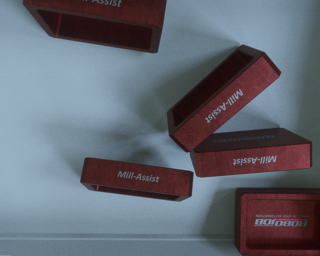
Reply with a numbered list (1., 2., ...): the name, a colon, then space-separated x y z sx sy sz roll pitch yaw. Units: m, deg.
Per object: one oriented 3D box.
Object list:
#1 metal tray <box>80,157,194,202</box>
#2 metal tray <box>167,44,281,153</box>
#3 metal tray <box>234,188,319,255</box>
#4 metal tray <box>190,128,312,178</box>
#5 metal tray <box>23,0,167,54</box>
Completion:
1. metal tray: -0.030 0.070 0.402 0.131 0.090 0.030 8 72 -4
2. metal tray: 0.066 -0.038 0.363 0.130 0.090 0.030 -42 105 13
3. metal tray: 0.177 0.134 0.447 0.131 0.030 0.089 1 93 -1
4. metal tray: 0.105 0.028 0.386 0.131 0.090 0.030 -5 101 1
5. metal tray: -0.063 -0.116 0.330 0.131 0.090 0.030 8 86 -4
